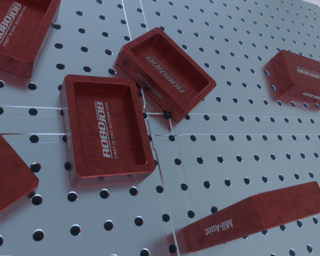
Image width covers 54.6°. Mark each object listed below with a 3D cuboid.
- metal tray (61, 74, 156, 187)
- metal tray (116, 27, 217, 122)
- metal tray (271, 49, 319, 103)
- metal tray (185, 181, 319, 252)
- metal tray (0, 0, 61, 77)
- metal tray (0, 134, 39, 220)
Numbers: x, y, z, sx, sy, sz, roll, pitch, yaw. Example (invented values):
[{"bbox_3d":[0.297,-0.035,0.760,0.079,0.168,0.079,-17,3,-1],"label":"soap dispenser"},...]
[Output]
[{"bbox_3d":[-0.064,0.000,0.370,0.091,0.030,0.130,0,62,-28],"label":"metal tray"},{"bbox_3d":[0.011,-0.082,0.460,0.130,0.030,0.090,45,51,3],"label":"metal tray"},{"bbox_3d":[0.292,-0.101,0.622,0.131,0.030,0.090,10,58,-23],"label":"metal tray"},{"bbox_3d":[0.098,0.098,0.333,0.091,0.129,0.030,-3,64,-30],"label":"metal tray"},{"bbox_3d":[-0.186,-0.133,0.385,0.091,0.030,0.130,18,55,-18],"label":"metal tray"},{"bbox_3d":[-0.188,0.057,0.269,0.090,0.030,0.131,48,51,5],"label":"metal tray"}]
